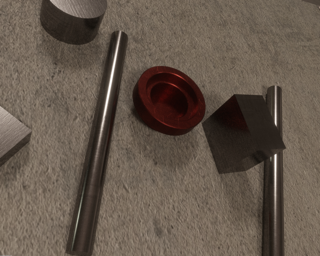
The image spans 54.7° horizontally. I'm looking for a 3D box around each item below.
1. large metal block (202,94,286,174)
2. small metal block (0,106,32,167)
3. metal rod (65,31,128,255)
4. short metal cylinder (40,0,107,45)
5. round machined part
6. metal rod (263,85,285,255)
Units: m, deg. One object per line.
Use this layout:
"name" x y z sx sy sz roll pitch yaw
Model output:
"large metal block" 0.110 0.010 0.424 0.050 0.080 0.080 -1 63 -29
"small metal block" -0.167 0.009 0.309 0.050 0.025 0.050 39 51 -2
"metal rod" -0.068 -0.007 0.372 0.025 0.025 0.300 17 55 -19
"short metal cylinder" -0.119 -0.162 0.423 0.081 0.050 0.080 14 56 -21
"round machined part" 0.009 -0.032 0.419 0.099 0.042 0.098 14 56 -21
"metal rod" 0.173 0.048 0.470 0.025 0.025 0.300 26 52 -13
